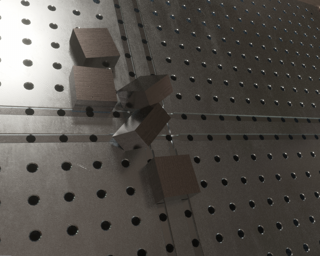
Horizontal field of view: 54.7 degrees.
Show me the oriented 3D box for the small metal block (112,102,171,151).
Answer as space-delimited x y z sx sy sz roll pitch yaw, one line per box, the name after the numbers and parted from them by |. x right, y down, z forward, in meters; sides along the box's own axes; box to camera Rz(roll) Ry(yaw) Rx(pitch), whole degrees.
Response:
-0.022 -0.001 0.375 0.025 0.050 0.050 51 55 -19 | small metal block

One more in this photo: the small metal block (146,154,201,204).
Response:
0.016 0.062 0.381 0.050 0.025 0.050 -2 63 -29 | small metal block

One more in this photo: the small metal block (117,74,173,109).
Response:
-0.019 -0.048 0.409 0.050 0.050 0.025 -42 124 -40 | small metal block

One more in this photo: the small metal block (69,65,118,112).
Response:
-0.085 -0.049 0.393 0.050 0.025 0.050 1 61 -28 | small metal block

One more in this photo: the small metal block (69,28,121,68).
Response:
-0.090 -0.110 0.428 0.050 0.025 0.050 -14 69 -34 | small metal block
